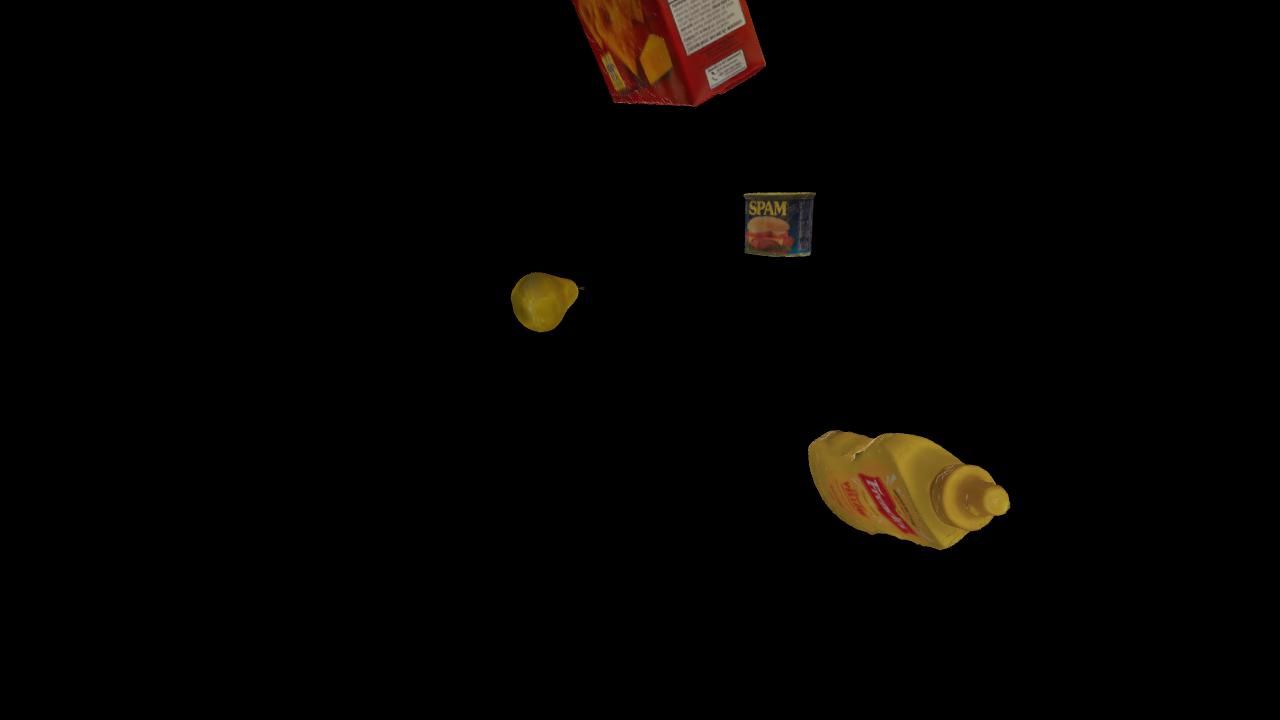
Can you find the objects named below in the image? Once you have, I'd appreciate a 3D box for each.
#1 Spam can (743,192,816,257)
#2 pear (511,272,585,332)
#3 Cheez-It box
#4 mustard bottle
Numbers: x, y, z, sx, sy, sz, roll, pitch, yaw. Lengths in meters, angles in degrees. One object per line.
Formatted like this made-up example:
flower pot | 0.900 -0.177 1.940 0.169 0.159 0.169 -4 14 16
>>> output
Spam can | 0.194 -0.191 0.866 0.058 0.085 0.101 -14 20 -34
pear | -0.114 -0.087 0.823 0.111 0.080 0.080 -34 19 -31
Cheez-It box | -0.009 -0.305 0.446 0.071 0.223 0.166 -32 32 -9
mustard bottle | 0.200 0.096 0.463 0.054 0.092 0.184 -24 -1 -14
